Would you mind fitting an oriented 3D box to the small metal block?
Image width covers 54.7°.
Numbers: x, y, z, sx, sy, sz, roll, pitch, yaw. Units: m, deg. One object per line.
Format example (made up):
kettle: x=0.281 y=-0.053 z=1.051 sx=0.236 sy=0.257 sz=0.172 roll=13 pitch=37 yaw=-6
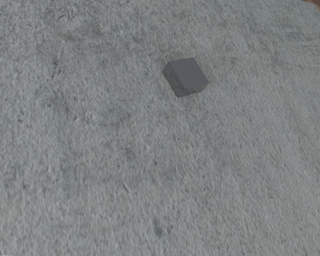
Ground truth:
small metal block: x=0.039 y=-0.078 z=0.474 sx=0.050 sy=0.025 sz=0.050 roll=-18 pitch=71 yaw=-35
